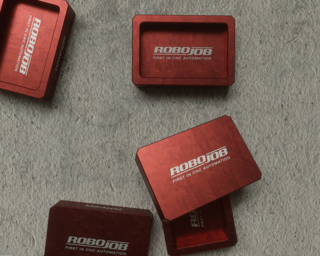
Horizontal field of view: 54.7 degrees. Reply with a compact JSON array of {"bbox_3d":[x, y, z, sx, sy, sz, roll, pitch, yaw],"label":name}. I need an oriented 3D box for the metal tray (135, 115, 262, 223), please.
[{"bbox_3d":[0.046,0.048,0.380,0.131,0.030,0.090,-21,74,-15],"label":"metal tray"}]

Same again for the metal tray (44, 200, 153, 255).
[{"bbox_3d":[-0.080,0.149,0.407,0.131,0.030,0.089,6,90,0],"label":"metal tray"}]

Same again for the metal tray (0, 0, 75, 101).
[{"bbox_3d":[-0.174,-0.109,0.405,0.090,0.030,0.129,15,90,0],"label":"metal tray"}]

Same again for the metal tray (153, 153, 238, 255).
[{"bbox_3d":[0.044,0.094,0.407,0.091,0.030,0.129,-10,90,0],"label":"metal tray"}]

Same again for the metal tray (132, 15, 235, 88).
[{"bbox_3d":[0.030,-0.099,0.407,0.131,0.030,0.089,0,90,0],"label":"metal tray"}]
